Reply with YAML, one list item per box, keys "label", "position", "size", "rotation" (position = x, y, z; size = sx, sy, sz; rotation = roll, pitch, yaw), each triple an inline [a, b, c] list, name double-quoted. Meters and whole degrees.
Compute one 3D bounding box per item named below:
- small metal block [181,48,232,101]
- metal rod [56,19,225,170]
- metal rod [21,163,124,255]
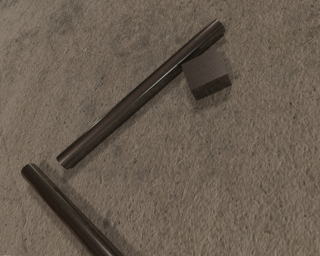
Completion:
- label: "small metal block"
  position: [0.061, -0.071, 0.415]
  size: [0.050, 0.025, 0.050]
  rotation: [-24, 53, 13]
- label: "metal rod"
  position: [-0.027, -0.049, 0.446]
  size: [0.300, 0.025, 0.025]
  rotation: [-41, 51, -1]
- label: "metal rod"
  position: [-0.092, 0.123, 0.374]
  size: [0.300, 0.025, 0.025]
  rotation: [30, 78, 37]
